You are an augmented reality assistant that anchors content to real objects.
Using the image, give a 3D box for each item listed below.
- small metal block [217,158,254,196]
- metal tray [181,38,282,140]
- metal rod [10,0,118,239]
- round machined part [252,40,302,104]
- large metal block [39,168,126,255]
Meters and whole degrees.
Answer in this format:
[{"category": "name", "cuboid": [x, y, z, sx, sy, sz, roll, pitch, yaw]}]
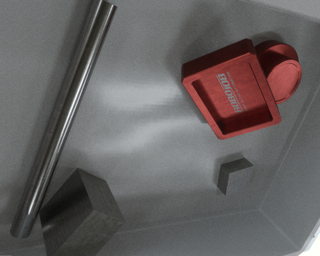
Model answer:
[{"category": "small metal block", "cuboid": [0.130, 0.084, 0.534, 0.050, 0.025, 0.050, -12, 124, -22]}, {"category": "metal tray", "cuboid": [0.095, -0.043, 0.404, 0.090, 0.030, 0.130, -19, 134, 23]}, {"category": "metal rod", "cuboid": [-0.115, 0.004, 0.348, 0.025, 0.025, 0.298, 13, 111, -34]}, {"category": "round machined part", "cuboid": [0.162, -0.072, 0.444, 0.099, 0.042, 0.097, -14, 125, -21]}, {"category": "large metal block", "cuboid": [-0.100, 0.111, 0.388, 0.080, 0.080, 0.050, -48, 129, 6]}]
